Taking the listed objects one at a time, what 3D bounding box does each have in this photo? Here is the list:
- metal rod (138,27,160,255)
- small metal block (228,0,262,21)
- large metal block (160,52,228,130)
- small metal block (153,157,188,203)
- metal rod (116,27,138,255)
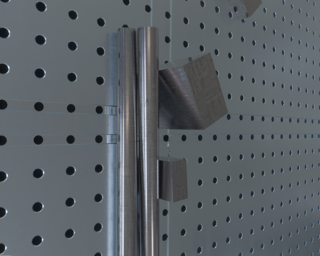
[{"bbox_3d":[-0.013,0.031,0.381,0.025,0.025,0.298,-6,99,-40],"label":"metal rod"},{"bbox_3d":[0.144,-0.221,0.530,0.050,0.025,0.050,-51,120,-28],"label":"small metal block"},{"bbox_3d":[0.031,-0.045,0.399,0.050,0.080,0.080,-33,111,-35],"label":"large metal block"},{"bbox_3d":[0.008,0.065,0.401,0.025,0.050,0.050,-4,93,-40],"label":"small metal block"},{"bbox_3d":[-0.040,0.031,0.375,0.025,0.025,0.298,0,90,-40],"label":"metal rod"}]
